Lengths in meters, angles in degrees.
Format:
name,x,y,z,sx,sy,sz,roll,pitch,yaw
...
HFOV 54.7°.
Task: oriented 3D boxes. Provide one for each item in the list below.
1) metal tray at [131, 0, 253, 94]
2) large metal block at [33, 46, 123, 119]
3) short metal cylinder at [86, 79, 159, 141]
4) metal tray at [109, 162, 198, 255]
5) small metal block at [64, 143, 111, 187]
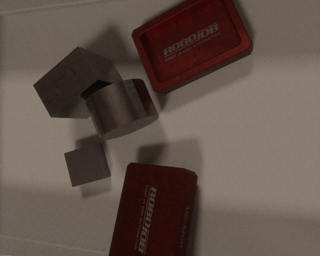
name,x,y,z,sx,sy,sz,roll,pitch,yaw
metal tray,0.039,-0.109,0.393,0.130,0.030,0.090,-24,82,18
large metal block,-0.104,-0.056,0.416,0.080,0.080,0.050,-35,79,16
short metal cylinder,-0.048,-0.022,0.397,0.080,0.080,0.050,-25,82,18
metal tray,-0.009,0.112,0.380,0.090,0.030,0.129,2,74,34
small metal block,-0.104,0.053,0.446,0.050,0.025,0.050,-17,84,18
